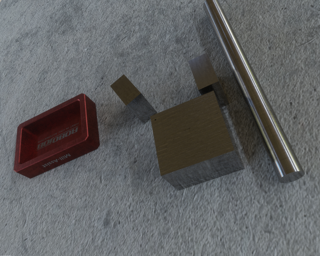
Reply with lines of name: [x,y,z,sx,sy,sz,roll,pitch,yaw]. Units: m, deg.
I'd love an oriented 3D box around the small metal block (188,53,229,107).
small metal block: [0.062,-0.057,0.390,0.025,0.050,0.050,-23,53,14]

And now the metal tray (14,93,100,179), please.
metal tray: [-0.159,0.012,0.474,0.130,0.030,0.090,-24,53,13]

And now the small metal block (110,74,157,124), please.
small metal block: [-0.036,-0.040,0.430,0.025,0.050,0.050,-41,51,0]

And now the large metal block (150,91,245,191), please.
large metal block: [0.041,0.016,0.356,0.080,0.050,0.080,-22,54,15]

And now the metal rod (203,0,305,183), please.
metal rod: [0.104,-0.071,0.391,0.025,0.025,0.299,-22,53,14]
